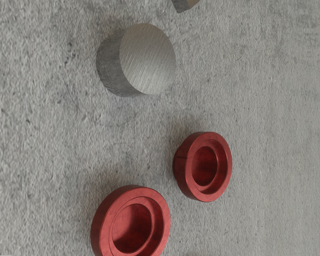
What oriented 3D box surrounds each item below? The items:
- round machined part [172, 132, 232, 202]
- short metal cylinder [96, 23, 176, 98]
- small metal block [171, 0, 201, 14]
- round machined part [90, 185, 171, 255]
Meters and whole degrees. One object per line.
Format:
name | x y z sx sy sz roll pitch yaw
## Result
round machined part | 0.056 0.054 0.444 0.099 0.042 0.097 0 90 -40
short metal cylinder | -0.028 -0.078 0.367 0.081 0.050 0.079 0 90 -40
small metal block | 0.036 -0.199 0.437 0.050 0.025 0.050 -49 119 -29
round machined part | -0.038 0.115 0.364 0.099 0.042 0.097 0 90 -40
